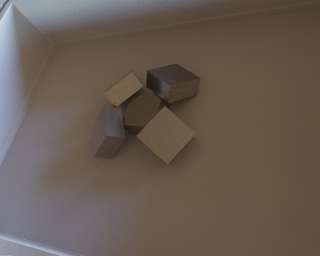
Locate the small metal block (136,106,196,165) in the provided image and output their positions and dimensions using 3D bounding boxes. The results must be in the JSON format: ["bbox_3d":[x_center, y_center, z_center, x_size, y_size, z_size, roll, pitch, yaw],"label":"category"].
[{"bbox_3d":[0.007,0.010,0.379,0.050,0.025,0.050,42,84,4],"label":"small metal block"}]

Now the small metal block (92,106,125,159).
[{"bbox_3d":[-0.071,0.006,0.422,0.050,0.025,0.050,-53,39,42],"label":"small metal block"}]

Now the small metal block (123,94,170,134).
[{"bbox_3d":[-0.019,-0.019,0.424,0.050,0.025,0.050,2,62,29],"label":"small metal block"}]

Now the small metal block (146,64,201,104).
[{"bbox_3d":[0.017,-0.061,0.416,0.050,0.025,0.050,-20,43,-32],"label":"small metal block"}]

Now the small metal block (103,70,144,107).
[{"bbox_3d":[-0.052,-0.058,0.450,0.050,0.025,0.050,-37,14,4],"label":"small metal block"}]
